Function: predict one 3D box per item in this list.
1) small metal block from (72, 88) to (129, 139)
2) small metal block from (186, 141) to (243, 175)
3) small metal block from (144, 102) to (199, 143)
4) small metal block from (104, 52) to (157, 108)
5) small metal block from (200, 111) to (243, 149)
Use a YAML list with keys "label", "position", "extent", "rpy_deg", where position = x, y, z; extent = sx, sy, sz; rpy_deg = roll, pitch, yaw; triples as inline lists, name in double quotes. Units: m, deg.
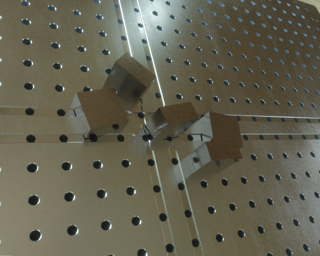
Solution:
- label: "small metal block"
  position: [-0.074, -0.019, 0.381]
  extent: [0.050, 0.025, 0.050]
  rpy_deg: [-13, 69, -34]
- label: "small metal block"
  position: [0.070, 0.039, 0.408]
  extent: [0.050, 0.050, 0.025]
  rpy_deg: [0, 62, -29]
- label: "small metal block"
  position: [0.014, -0.007, 0.406]
  extent: [0.050, 0.050, 0.025]
  rpy_deg: [-12, 68, -34]
- label: "small metal block"
  position: [-0.040, -0.062, 0.410]
  extent: [0.050, 0.050, 0.025]
  rpy_deg: [39, 51, -2]
- label: "small metal block"
  position: [0.090, 0.007, 0.454]
  extent: [0.050, 0.025, 0.050]
  rpy_deg: [11, 57, -23]
